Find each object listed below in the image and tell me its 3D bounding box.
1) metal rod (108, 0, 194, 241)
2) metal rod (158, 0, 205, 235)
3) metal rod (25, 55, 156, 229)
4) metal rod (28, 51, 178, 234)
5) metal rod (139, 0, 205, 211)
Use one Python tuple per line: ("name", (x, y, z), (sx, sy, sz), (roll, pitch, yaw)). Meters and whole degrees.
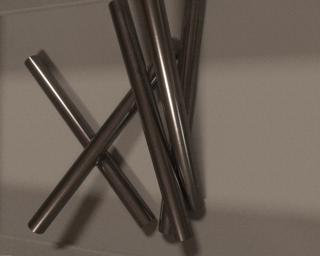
("metal rod", (-0.012, -0.011, 0.380), (0.025, 0.025, 0.298), (-17, 88, 19))
("metal rod", (0.027, -0.013, 0.400), (0.025, 0.025, 0.298), (7, 92, 19))
("metal rod", (-0.106, 0.012, 0.446), (0.025, 0.025, 0.300), (-41, 77, 15))
("metal rod", (-0.076, 0.017, 0.412), (0.025, 0.025, 0.299), (39, 93, 15))
("metal rod", (0.013, -0.038, 0.346), (0.025, 0.025, 0.298), (-6, 111, 19))
